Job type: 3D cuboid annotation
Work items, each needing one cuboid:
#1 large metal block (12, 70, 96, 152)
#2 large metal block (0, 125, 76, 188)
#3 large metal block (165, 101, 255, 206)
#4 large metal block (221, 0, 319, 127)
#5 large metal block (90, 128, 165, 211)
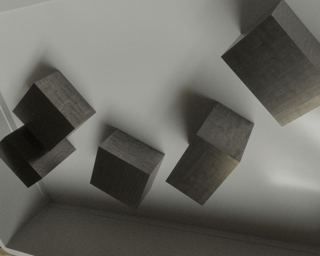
[{"bbox_3d":[-0.156,-0.024,0.458,0.080,0.050,0.080,-34,100,38],"label":"large metal block"},{"bbox_3d":[-0.198,0.035,0.496,0.050,0.080,0.080,-31,101,38],"label":"large metal block"},{"bbox_3d":[0.058,0.028,0.359,0.050,0.080,0.079,33,129,6],"label":"large metal block"},{"bbox_3d":[0.110,-0.061,0.277,0.080,0.080,0.050,47,129,-6],"label":"large metal block"},{"bbox_3d":[-0.049,0.061,0.454,0.080,0.050,0.079,28,128,10],"label":"large metal block"}]
